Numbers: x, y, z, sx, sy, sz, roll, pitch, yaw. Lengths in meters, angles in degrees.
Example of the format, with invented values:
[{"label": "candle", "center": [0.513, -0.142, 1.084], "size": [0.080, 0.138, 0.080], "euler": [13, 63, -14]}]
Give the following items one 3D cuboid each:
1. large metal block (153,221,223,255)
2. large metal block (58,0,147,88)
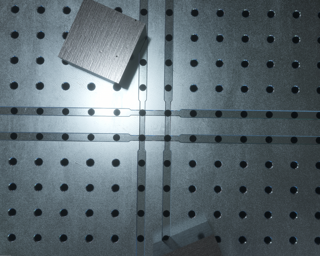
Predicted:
[{"label": "large metal block", "center": [0.044, 0.181, 0.402], "size": [0.080, 0.050, 0.080], "euler": [-23, 90, -1]}, {"label": "large metal block", "center": [-0.071, -0.107, 0.400], "size": [0.080, 0.050, 0.080], "euler": [24, 90, -1]}]
